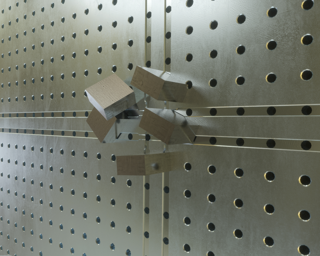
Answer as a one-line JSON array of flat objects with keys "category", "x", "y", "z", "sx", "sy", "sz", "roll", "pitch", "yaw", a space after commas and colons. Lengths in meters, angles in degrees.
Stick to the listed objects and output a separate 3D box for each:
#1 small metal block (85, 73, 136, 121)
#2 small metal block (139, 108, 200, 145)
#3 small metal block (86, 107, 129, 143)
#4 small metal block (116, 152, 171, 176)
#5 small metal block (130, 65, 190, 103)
[{"category": "small metal block", "x": -0.071, "y": -0.046, "z": 0.446, "sx": 0.050, "sy": 0.050, "sz": 0.025, "roll": 44, "pitch": 156, "yaw": 31}, {"category": "small metal block", "x": 0.012, "y": -0.003, "z": 0.382, "sx": 0.050, "sy": 0.050, "sz": 0.025, "roll": 31, "pitch": 110, "yaw": 35}, {"category": "small metal block", "x": -0.081, "y": -0.012, "z": 0.474, "sx": 0.050, "sy": 0.025, "sz": 0.050, "roll": 51, "pitch": 120, "yaw": 27}, {"category": "small metal block", "x": -0.021, "y": 0.047, "z": 0.409, "sx": 0.050, "sy": 0.050, "sz": 0.025, "roll": -6, "pitch": 86, "yaw": 39}, {"category": "small metal block", "x": 0.000, "y": -0.055, "z": 0.391, "sx": 0.050, "sy": 0.050, "sz": 0.025, "roll": 34, "pitch": 111, "yaw": 34}]
